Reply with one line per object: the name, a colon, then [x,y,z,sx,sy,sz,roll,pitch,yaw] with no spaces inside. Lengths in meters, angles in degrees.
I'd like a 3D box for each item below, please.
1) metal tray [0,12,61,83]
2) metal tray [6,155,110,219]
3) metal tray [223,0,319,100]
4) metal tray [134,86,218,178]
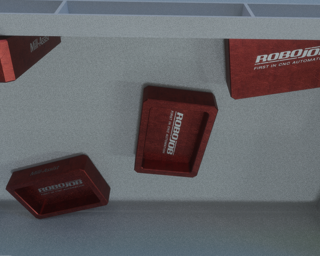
metal tray: [-0.151,-0.077,0.271,0.091,0.130,0.030,1,118,-1]
metal tray: [-0.156,0.095,0.484,0.130,0.030,0.090,-15,129,12]
metal tray: [0.139,-0.084,0.336,0.131,0.030,0.090,-8,130,6]
metal tray: [0.017,0.010,0.413,0.091,0.030,0.129,6,130,-5]
